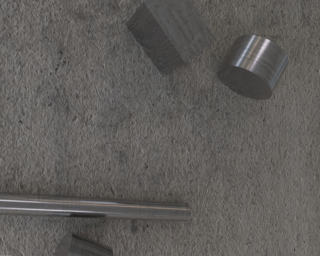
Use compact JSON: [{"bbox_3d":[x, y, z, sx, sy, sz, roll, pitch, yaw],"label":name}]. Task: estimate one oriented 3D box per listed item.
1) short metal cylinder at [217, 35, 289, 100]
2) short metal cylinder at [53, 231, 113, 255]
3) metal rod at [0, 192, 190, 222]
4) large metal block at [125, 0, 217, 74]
[{"bbox_3d":[0.127,-0.082,0.427,0.080,0.080,0.050,34,79,-17],"label":"short metal cylinder"},{"bbox_3d":[-0.094,0.164,0.346,0.050,0.080,0.080,29,81,-18],"label":"short metal cylinder"},{"bbox_3d":[-0.105,0.094,0.370,0.302,0.025,0.025,8,87,-20],"label":"metal rod"},{"bbox_3d":[0.010,-0.120,0.384,0.050,0.080,0.080,-40,103,-16],"label":"large metal block"}]
